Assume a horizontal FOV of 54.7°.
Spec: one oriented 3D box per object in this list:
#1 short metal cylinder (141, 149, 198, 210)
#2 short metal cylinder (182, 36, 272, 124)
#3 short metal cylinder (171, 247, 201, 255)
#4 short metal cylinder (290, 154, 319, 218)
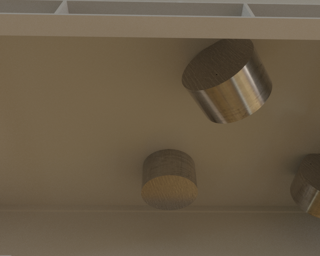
[{"bbox_3d":[0.014,0.077,0.458,0.081,0.050,0.079,0,130,0],"label":"short metal cylinder"},{"bbox_3d":[0.071,-0.051,0.330,0.080,0.080,0.050,-27,125,20],"label":"short metal cylinder"},{"bbox_3d":[0.058,0.285,0.618,0.050,0.080,0.080,-14,129,11],"label":"short metal cylinder"},{"bbox_3d":[0.236,0.083,0.445,0.081,0.080,0.050,0,130,-1],"label":"short metal cylinder"}]
